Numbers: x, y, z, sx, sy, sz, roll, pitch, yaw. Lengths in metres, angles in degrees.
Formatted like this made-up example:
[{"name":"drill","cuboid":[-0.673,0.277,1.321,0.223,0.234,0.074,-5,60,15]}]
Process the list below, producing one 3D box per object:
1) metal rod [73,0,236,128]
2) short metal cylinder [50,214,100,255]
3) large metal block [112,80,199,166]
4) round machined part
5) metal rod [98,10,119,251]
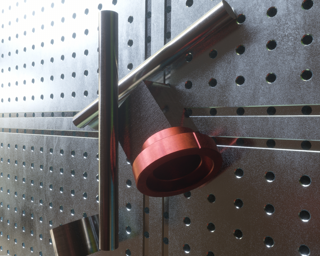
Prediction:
[{"name":"metal rod","cuboid":[-0.029,-0.071,0.431,0.299,0.025,0.025,-30,72,35]},{"name":"short metal cylinder","cuboid":[-0.120,0.167,0.470,0.080,0.081,0.050,-30,72,36]},{"name":"large metal block","cuboid":[-0.011,-0.003,0.400,0.080,0.050,0.080,-45,63,30]},{"name":"round machined part","cuboid":[0.017,0.035,0.350,0.098,0.099,0.042,-45,47,30]},{"name":"metal rod","cuboid":[-0.066,0.003,0.396,0.025,0.025,0.298,0,90,39]}]
